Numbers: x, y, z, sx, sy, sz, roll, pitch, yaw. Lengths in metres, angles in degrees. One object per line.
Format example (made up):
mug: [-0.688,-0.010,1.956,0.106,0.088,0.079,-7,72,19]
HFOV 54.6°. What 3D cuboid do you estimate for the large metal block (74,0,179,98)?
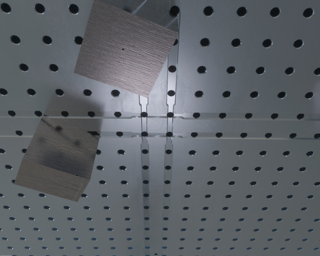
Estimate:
large metal block: [-0.035,-0.088,0.320,0.080,0.050,0.080,18,128,-15]

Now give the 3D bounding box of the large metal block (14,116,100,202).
large metal block: [-0.132,0.040,0.408,0.080,0.080,0.050,21,127,-17]
